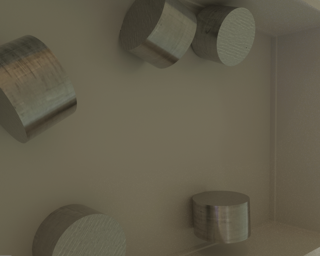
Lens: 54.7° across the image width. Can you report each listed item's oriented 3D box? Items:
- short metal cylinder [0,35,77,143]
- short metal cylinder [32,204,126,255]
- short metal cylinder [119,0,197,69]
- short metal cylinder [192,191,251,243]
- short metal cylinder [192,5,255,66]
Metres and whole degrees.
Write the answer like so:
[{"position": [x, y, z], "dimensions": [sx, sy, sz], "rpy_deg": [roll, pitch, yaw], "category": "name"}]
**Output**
[{"position": [-0.119, -0.033, 0.271], "dimensions": [0.050, 0.080, 0.080], "rpy_deg": [-39, 114, -33], "category": "short metal cylinder"}, {"position": [-0.083, 0.124, 0.321], "dimensions": [0.081, 0.050, 0.080], "rpy_deg": [0, 90, -40], "category": "short metal cylinder"}, {"position": [-0.003, -0.118, 0.367], "dimensions": [0.050, 0.080, 0.080], "rpy_deg": [23, 76, -38], "category": "short metal cylinder"}, {"position": [0.088, 0.125, 0.445], "dimensions": [0.081, 0.080, 0.050], "rpy_deg": [-4, 93, -40], "category": "short metal cylinder"}, {"position": [0.092, -0.135, 0.451], "dimensions": [0.081, 0.050, 0.079], "rpy_deg": [-19, 123, -33], "category": "short metal cylinder"}]
